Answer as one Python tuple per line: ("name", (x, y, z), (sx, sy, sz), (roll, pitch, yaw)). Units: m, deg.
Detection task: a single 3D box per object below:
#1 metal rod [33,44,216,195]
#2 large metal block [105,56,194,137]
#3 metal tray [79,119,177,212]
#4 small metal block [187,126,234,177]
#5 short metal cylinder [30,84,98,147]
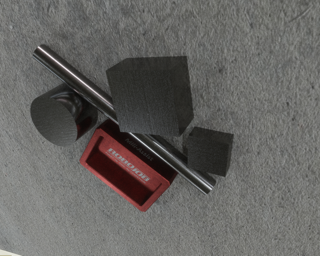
("metal rod", (-0.049, -0.012, 0.424), (0.300, 0.025, 0.025), (39, 129, 1))
("large metal block", (-0.009, -0.039, 0.371), (0.080, 0.050, 0.079), (4, 121, 25))
("metal tray", (-0.050, 0.058, 0.466), (0.130, 0.030, 0.089), (38, 129, 2))
("small metal block", (0.063, 0.029, 0.393), (0.050, 0.025, 0.050), (12, 124, 21))
("short metal cylinder", (-0.138, -0.020, 0.450), (0.080, 0.050, 0.079), (13, 124, 20))
